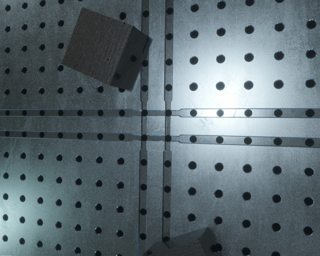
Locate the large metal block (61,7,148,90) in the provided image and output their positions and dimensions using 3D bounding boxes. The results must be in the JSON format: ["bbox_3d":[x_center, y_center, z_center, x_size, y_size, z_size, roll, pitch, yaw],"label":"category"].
[{"bbox_3d":[-0.075,-0.107,0.425,0.080,0.050,0.080,25,98,18],"label":"large metal block"}]

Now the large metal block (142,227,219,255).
[{"bbox_3d":[0.033,0.181,0.387,0.080,0.050,0.080,-24,82,18],"label":"large metal block"}]
